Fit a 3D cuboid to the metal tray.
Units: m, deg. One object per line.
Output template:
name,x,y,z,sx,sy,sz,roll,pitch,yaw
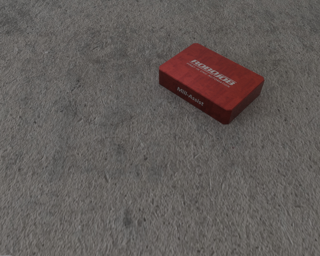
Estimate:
metal tray,0.074,-0.070,0.460,0.130,0.030,0.090,36,58,26
